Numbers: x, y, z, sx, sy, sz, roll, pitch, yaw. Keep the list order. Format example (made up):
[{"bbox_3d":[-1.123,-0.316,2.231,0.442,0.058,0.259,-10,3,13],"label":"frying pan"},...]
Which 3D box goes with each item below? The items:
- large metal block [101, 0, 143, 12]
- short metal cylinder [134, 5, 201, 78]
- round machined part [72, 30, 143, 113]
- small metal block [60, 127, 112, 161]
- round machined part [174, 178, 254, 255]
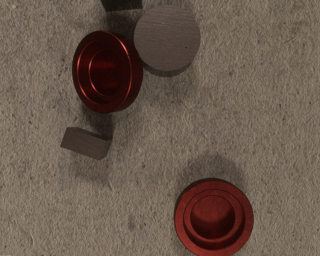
[{"bbox_3d":[-0.052,-0.200,0.382,0.050,0.080,0.079,-6,90,0],"label":"large metal block"},{"bbox_3d":[0.009,-0.109,0.397,0.081,0.050,0.079,0,90,-1],"label":"short metal cylinder"},{"bbox_3d":[-0.060,-0.069,0.385,0.098,0.042,0.097,7,103,33],"label":"round machined part"},{"bbox_3d":[-0.092,0.019,0.396,0.050,0.050,0.025,19,90,-1],"label":"small metal block"},{"bbox_3d":[0.067,0.113,0.403,0.099,0.042,0.097,0,90,-1],"label":"round machined part"}]
